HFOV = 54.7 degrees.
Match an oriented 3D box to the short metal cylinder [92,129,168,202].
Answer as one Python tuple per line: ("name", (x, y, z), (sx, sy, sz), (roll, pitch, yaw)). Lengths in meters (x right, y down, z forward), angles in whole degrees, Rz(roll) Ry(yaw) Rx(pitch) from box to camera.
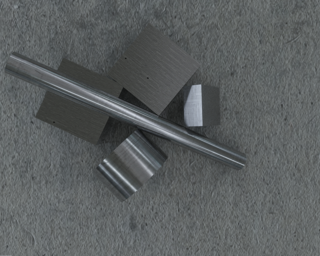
("short metal cylinder", (-0.036, 0.045, 0.383), (0.080, 0.080, 0.050), (-44, 90, 0))

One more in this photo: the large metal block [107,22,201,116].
("large metal block", (-0.007, -0.071, 0.396), (0.080, 0.050, 0.080), (39, 90, 0))

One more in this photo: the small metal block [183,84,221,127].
("small metal block", (0.054, -0.028, 0.397), (0.025, 0.050, 0.050), (-2, 90, 36))

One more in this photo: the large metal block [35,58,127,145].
("large metal block", (-0.097, -0.032, 0.398), (0.080, 0.050, 0.080), (25, 90, 0))

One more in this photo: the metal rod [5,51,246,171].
("metal rod", (-0.026, -0.012, 0.370), (0.302, 0.025, 0.025), (23, 90, -17))
